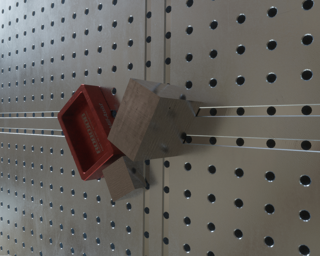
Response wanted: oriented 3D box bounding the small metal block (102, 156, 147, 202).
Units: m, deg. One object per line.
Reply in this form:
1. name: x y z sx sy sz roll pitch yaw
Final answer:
1. small metal block: -0.052 0.073 0.450 0.050 0.025 0.050 -36 68 34

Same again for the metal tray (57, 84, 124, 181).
1. metal tray: -0.111 0.007 0.494 0.090 0.030 0.130 -41 65 32

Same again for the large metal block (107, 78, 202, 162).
1. large metal block: -0.006 -0.010 0.376 0.050 0.081 0.079 36 112 34
